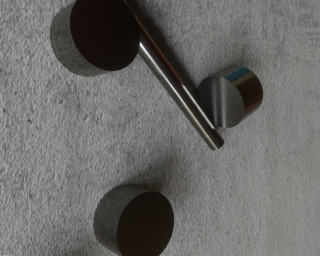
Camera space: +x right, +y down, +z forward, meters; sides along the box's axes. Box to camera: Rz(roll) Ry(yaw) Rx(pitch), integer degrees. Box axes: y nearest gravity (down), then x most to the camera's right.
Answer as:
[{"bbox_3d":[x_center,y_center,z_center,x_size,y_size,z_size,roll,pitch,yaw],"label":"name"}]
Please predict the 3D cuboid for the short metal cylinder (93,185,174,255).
[{"bbox_3d":[-0.030,0.110,0.364,0.081,0.050,0.079,0,90,-40],"label":"short metal cylinder"}]

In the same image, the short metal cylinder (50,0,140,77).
[{"bbox_3d":[-0.068,-0.098,0.331,0.081,0.050,0.079,0,90,-40],"label":"short metal cylinder"}]

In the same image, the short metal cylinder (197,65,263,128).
[{"bbox_3d":[0.102,-0.046,0.454,0.050,0.080,0.080,-32,110,-36],"label":"short metal cylinder"}]

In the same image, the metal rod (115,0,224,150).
[{"bbox_3d":[0.003,-0.076,0.407,0.300,0.025,0.025,50,61,-28],"label":"metal rod"}]
